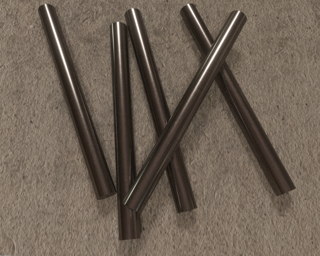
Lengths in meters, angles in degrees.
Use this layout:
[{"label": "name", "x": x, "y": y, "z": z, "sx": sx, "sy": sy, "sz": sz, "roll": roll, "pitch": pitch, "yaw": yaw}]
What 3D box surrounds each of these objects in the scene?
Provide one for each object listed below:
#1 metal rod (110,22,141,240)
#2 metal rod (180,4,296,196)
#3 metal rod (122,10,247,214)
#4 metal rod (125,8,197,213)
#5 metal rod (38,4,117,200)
[{"label": "metal rod", "x": -0.049, "y": -0.010, "z": 0.411, "sx": 0.025, "sy": 0.025, "sz": 0.299, "roll": -5, "pitch": 70, "yaw": -2}, {"label": "metal rod", "x": 0.099, "y": -0.051, "z": 0.427, "sx": 0.025, "sy": 0.025, "sz": 0.299, "roll": -21, "pitch": 72, "yaw": -8}, {"label": "metal rod", "x": 0.039, "y": -0.033, "z": 0.393, "sx": 0.025, "sy": 0.025, "sz": 0.300, "roll": 27, "pitch": 72, "yaw": 9}, {"label": "metal rod", "x": -0.004, "y": -0.037, "z": 0.421, "sx": 0.025, "sy": 0.025, "sz": 0.299, "roll": -13, "pitch": 71, "yaw": -5}, {"label": "metal rod", "x": -0.119, "y": -0.048, "z": 0.424, "sx": 0.025, "sy": 0.025, "sz": 0.299, "roll": -20, "pitch": 71, "yaw": -7}]
